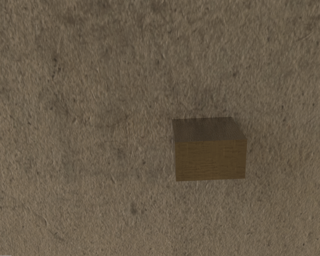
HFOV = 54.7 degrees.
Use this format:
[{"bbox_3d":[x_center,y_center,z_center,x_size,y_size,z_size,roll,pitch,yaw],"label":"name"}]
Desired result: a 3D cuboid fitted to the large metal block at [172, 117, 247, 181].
[{"bbox_3d":[0.058,0.024,0.390,0.081,0.080,0.050,-2,110,0],"label":"large metal block"}]
